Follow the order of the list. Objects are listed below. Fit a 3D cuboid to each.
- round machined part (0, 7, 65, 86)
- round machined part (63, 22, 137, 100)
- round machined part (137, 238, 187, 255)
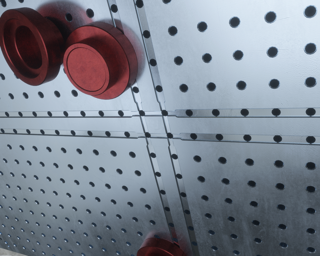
[{"bbox_3d":[-0.165,-0.109,0.411,0.098,0.042,0.097,18,124,29],"label":"round machined part"},{"bbox_3d":[-0.082,-0.080,0.392,0.098,0.042,0.097,13,124,20],"label":"round machined part"},{"bbox_3d":[0.002,0.247,0.551,0.098,0.042,0.097,13,124,20],"label":"round machined part"}]
